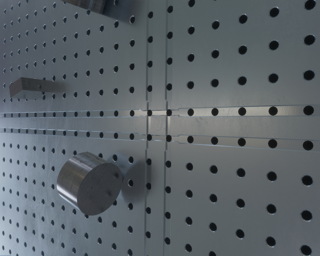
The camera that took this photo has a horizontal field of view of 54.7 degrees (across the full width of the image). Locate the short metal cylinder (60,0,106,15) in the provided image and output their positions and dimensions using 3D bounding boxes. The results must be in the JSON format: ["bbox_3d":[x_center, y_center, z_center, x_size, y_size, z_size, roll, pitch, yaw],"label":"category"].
[{"bbox_3d":[-0.121,-0.212,0.473,0.080,0.081,0.050,32,110,35],"label":"short metal cylinder"}]

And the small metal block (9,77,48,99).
[{"bbox_3d":[-0.257,-0.076,0.605,0.050,0.050,0.025,-18,79,38],"label":"small metal block"}]

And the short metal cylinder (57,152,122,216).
[{"bbox_3d":[-0.103,0.081,0.458,0.050,0.081,0.079,19,102,38],"label":"short metal cylinder"}]
